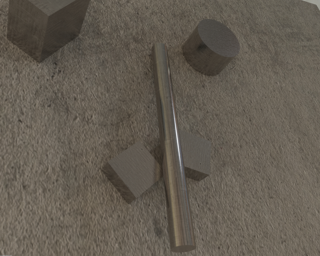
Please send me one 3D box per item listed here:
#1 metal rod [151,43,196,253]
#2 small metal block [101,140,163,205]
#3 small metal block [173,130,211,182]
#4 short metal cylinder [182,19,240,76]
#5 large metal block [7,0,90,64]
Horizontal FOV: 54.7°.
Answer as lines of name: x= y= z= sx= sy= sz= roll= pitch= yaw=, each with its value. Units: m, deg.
metal rod: x=0.011 y=-0.002 z=0.390 sx=0.025 sy=0.025 sz=0.300 roll=12 pitch=50 yaw=-22
small metal block: x=-0.030 y=0.051 z=0.358 sx=0.050 sy=0.025 sz=0.050 roll=-34 pitch=81 yaw=-38
small metal block: x=0.038 y=0.036 z=0.404 sx=0.050 sy=0.025 sz=0.050 roll=21 pitch=54 yaw=-16
short metal cylinder: x=0.085 y=-0.134 z=0.518 sx=0.081 sy=0.050 sz=0.080 roll=14 pitch=56 yaw=-21
large metal block: x=-0.136 y=-0.140 z=0.381 sx=0.050 sy=0.080 sz=0.080 roll=38 pitch=51 yaw=-3
